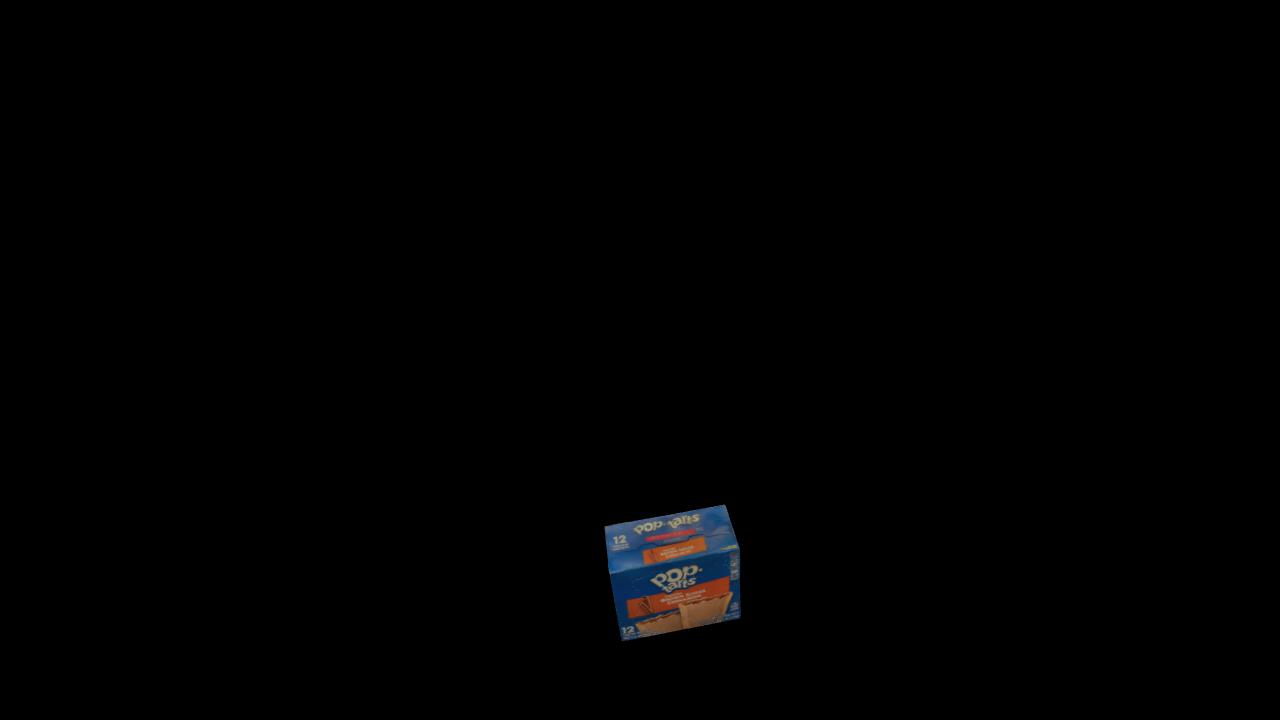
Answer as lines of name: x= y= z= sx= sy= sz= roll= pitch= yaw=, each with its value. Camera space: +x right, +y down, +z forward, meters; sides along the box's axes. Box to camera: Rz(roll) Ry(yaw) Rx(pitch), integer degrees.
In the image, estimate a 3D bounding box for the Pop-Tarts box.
Pop-Tarts box: x=0.045 y=0.285 z=0.822 sx=0.167 sy=0.141 sz=0.083 roll=-9 pitch=31 yaw=-5
